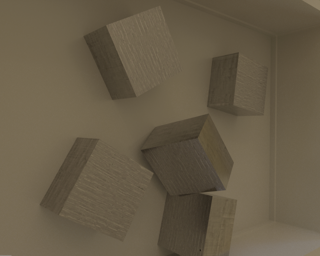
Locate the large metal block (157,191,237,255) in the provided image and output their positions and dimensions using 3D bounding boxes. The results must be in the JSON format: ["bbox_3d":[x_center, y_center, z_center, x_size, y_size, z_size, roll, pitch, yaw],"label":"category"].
[{"bbox_3d":[0.049,0.126,0.412,0.050,0.080,0.080,18,79,-39],"label":"large metal block"}]

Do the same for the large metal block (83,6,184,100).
[{"bbox_3d":[-0.029,-0.088,0.366,0.081,0.050,0.080,-35,112,-34],"label":"large metal block"}]

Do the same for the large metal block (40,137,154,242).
[{"bbox_3d":[-0.066,0.065,0.335,0.080,0.050,0.080,38,67,-34],"label":"large metal block"}]

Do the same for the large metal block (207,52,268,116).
[{"bbox_3d":[0.125,-0.066,0.495,0.081,0.050,0.080,12,82,-39],"label":"large metal block"}]

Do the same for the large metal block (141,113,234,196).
[{"bbox_3d":[0.036,0.036,0.393,0.080,0.080,0.050,59,37,-23],"label":"large metal block"}]
